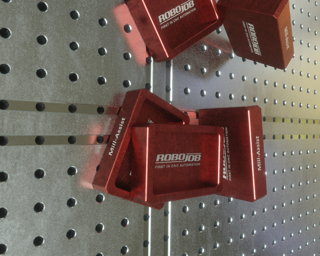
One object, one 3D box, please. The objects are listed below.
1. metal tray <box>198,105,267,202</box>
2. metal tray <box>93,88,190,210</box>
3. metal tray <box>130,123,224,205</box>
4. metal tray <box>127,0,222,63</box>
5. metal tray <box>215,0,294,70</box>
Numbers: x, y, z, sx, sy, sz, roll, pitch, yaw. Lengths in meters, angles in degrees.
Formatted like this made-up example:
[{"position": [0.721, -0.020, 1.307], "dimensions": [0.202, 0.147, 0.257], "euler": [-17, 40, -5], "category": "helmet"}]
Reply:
[{"position": [0.104, 0.034, 0.452], "dimensions": [0.030, 0.090, 0.129], "euler": [-9, 96, -40], "category": "metal tray"}, {"position": [-0.018, 0.027, 0.389], "dimensions": [0.090, 0.030, 0.130], "euler": [29, 72, -36], "category": "metal tray"}, {"position": [0.026, 0.041, 0.386], "dimensions": [0.131, 0.030, 0.090], "euler": [2, 89, -40], "category": "metal tray"}, {"position": [0.026, -0.158, 0.426], "dimensions": [0.131, 0.030, 0.090], "euler": [-40, 114, -32], "category": "metal tray"}, {"position": [0.142, -0.142, 0.453], "dimensions": [0.030, 0.090, 0.130], "euler": [-59, 147, -6], "category": "metal tray"}]
